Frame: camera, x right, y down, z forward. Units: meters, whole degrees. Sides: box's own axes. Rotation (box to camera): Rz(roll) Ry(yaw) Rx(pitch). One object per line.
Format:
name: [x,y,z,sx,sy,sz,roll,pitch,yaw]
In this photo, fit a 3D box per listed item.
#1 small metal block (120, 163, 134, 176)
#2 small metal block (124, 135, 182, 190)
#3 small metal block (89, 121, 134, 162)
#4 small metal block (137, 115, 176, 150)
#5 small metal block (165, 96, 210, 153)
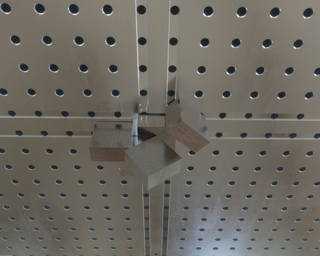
small metal block: [-0.027,0.048,0.432,0.050,0.050,0.025,1,99,-1]
small metal block: [-0.009,0.042,0.384,0.050,0.050,0.025,-25,138,-29]
small metal block: [-0.062,0.017,0.409,0.050,0.050,0.025,2,131,-1]
small metal block: [-0.004,0.009,0.419,0.050,0.025,0.050,0,130,-2]
small metal block: [0.034,-0.005,0.391,0.050,0.050,0.025,35,121,-26]
